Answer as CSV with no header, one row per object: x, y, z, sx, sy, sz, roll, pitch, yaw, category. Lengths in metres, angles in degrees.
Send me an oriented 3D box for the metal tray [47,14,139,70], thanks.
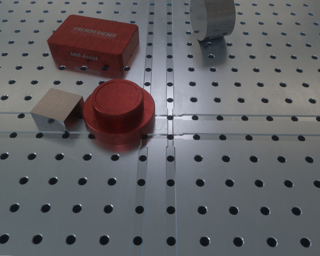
-0.111,-0.149,0.529,0.131,0.030,0.090,12,51,10,metal tray

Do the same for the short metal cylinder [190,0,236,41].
0.090,-0.196,0.537,0.050,0.080,0.080,-13,51,-11,short metal cylinder

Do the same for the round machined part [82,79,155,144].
-0.056,-0.029,0.420,0.099,0.042,0.098,0,50,0,round machined part

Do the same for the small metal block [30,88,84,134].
-0.139,-0.025,0.427,0.050,0.025,0.050,15,52,12,small metal block
